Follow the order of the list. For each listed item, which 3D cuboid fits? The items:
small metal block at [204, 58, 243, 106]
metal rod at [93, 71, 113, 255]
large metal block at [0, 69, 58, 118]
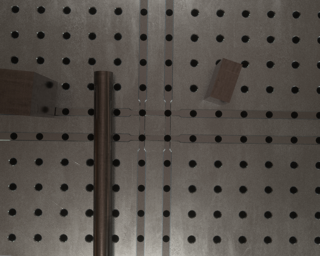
[{"bbox_3d":[0.081,-0.058,0.402,0.025,0.050,0.050,19,90,0],"label":"small metal block"},{"bbox_3d":[-0.076,0.075,0.412,0.025,0.025,0.298,0,90,-1],"label":"metal rod"},{"bbox_3d":[-0.183,-0.042,0.383,0.081,0.080,0.050,5,90,-1],"label":"large metal block"}]
